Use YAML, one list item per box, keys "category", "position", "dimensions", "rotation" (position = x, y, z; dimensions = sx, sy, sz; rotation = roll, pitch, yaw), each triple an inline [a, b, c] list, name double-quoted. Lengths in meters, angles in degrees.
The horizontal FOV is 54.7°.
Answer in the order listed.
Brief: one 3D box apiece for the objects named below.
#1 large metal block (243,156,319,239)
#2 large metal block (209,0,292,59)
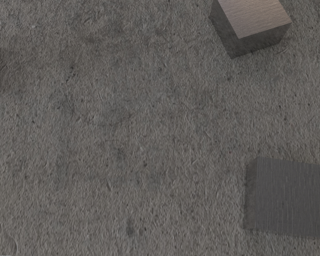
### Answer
- category: "large metal block"
  position: [0.147, 0.083, 0.365]
  dimensions: [0.080, 0.050, 0.080]
  rotation: [8, 70, 3]
- category: "large metal block"
  position: [0.129, -0.158, 0.453]
  dimensions: [0.080, 0.050, 0.080]
  rotation: [-19, 71, -7]
